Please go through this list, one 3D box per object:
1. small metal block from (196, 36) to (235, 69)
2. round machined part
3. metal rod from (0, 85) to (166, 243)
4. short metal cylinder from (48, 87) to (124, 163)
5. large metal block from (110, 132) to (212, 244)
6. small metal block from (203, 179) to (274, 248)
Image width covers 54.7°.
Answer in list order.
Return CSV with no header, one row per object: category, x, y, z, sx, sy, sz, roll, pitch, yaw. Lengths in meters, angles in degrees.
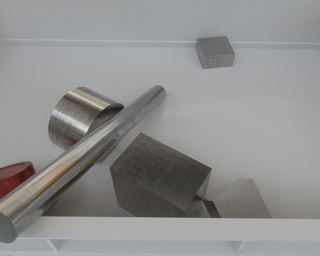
small metal block,0.090,-0.125,0.511,0.050,0.025,0.050,-6,50,-6
round machined part,-0.153,0.065,0.303,0.098,0.042,0.098,-16,11,3
metal rod,-0.050,0.004,0.318,0.025,0.025,0.301,16,26,13
short metal cylinder,-0.084,-0.003,0.371,0.050,0.080,0.080,26,55,20
large metal block,0.001,0.062,0.317,0.080,0.080,0.050,26,55,20
small metal block,0.080,0.086,0.319,0.050,0.025,0.050,-24,86,-19
